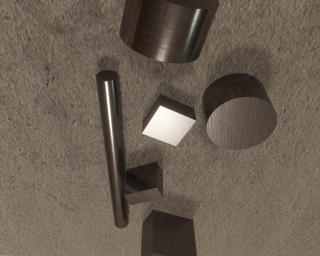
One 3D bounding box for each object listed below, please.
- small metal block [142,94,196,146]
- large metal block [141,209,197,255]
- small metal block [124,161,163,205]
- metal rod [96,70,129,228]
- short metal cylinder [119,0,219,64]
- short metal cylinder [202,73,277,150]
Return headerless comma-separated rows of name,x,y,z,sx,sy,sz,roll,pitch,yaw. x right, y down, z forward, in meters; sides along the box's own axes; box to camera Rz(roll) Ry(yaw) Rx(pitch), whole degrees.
small metal block,0.011,-0.009,0.400,0.050,0.025,0.050,22,127,-18
large metal block,0.014,0.199,0.541,0.081,0.080,0.050,19,127,-16
small metal block,-0.023,0.082,0.461,0.050,0.050,0.025,-16,128,13
metal rod,-0.064,0.053,0.451,0.025,0.025,0.298,1,130,-1
short metal cylinder,0.007,-0.102,0.284,0.081,0.080,0.050,11,129,-10
short metal cylinder,0.094,-0.019,0.376,0.081,0.050,0.079,0,130,0
